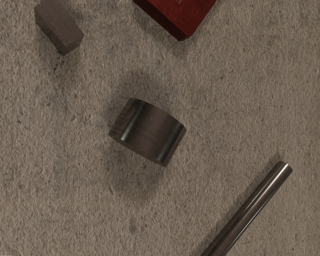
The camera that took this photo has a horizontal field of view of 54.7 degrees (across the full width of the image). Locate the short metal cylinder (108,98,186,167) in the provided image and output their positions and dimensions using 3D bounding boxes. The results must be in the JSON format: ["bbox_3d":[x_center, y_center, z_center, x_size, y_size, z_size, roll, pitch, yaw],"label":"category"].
[{"bbox_3d":[-0.015,0.006,0.375,0.080,0.080,0.050,33,79,-18],"label":"short metal cylinder"}]

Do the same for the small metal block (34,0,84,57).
[{"bbox_3d":[-0.115,-0.114,0.353,0.025,0.050,0.050,-41,103,-16],"label":"small metal block"}]

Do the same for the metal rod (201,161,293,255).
[{"bbox_3d":[0.093,0.163,0.445,0.301,0.025,0.025,-45,105,-15],"label":"metal rod"}]

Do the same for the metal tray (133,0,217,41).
[{"bbox_3d":[0.036,-0.197,0.420,0.090,0.030,0.130,37,78,-17],"label":"metal tray"}]
